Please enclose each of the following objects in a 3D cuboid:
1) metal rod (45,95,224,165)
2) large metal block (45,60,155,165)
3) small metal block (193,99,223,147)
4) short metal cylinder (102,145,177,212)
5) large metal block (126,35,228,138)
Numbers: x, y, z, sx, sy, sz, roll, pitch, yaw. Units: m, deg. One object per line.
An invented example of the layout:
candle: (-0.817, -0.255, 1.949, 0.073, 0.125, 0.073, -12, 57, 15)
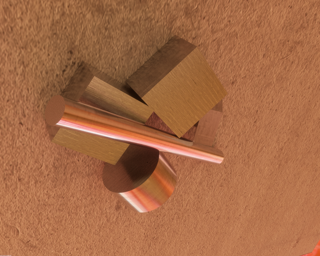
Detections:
metal rod: (0.002, 0.015, 0.366, 0.301, 0.025, 0.025, 19, 109, -53)
large metal block: (-0.068, -0.015, 0.346, 0.080, 0.050, 0.080, 28, 103, -38)
small metal block: (0.065, -0.011, 0.418, 0.025, 0.050, 0.050, 15, 116, 4)
short metal cylinder: (-0.025, 0.059, 0.395, 0.080, 0.080, 0.050, -38, 130, -3)
large metal block: (0.021, -0.048, 0.371, 0.080, 0.050, 0.080, -43, 130, 1)
